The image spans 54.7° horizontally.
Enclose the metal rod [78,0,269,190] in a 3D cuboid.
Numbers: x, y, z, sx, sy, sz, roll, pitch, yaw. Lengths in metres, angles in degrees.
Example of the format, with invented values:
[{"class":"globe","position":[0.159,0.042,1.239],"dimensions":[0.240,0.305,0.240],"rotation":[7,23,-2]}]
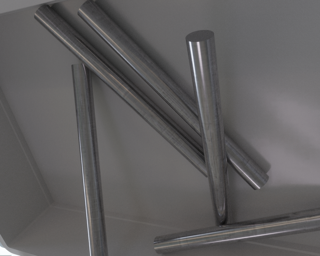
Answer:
[{"class":"metal rod","position":[0.018,-0.038,0.375],"dimensions":[0.300,0.025,0.025],"rotation":[45,129,-3]}]

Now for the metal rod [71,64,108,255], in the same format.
[{"class":"metal rod","position":[-0.094,0.064,0.424],"dimensions":[0.025,0.025,0.298],"rotation":[-3,94,29]}]

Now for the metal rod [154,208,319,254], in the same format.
[{"class":"metal rod","position":[0.125,0.128,0.393],"dimensions":[0.300,0.025,0.025],"rotation":[-20,108,26]}]

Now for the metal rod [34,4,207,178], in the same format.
[{"class":"metal rod","position":[-0.041,-0.046,0.401],"dimensions":[0.300,0.025,0.025],"rotation":[43,129,-2]}]

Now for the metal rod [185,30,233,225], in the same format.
[{"class":"metal rod","position":[0.065,0.034,0.361],"dimensions":[0.025,0.025,0.298],"rotation":[6,132,25]}]
